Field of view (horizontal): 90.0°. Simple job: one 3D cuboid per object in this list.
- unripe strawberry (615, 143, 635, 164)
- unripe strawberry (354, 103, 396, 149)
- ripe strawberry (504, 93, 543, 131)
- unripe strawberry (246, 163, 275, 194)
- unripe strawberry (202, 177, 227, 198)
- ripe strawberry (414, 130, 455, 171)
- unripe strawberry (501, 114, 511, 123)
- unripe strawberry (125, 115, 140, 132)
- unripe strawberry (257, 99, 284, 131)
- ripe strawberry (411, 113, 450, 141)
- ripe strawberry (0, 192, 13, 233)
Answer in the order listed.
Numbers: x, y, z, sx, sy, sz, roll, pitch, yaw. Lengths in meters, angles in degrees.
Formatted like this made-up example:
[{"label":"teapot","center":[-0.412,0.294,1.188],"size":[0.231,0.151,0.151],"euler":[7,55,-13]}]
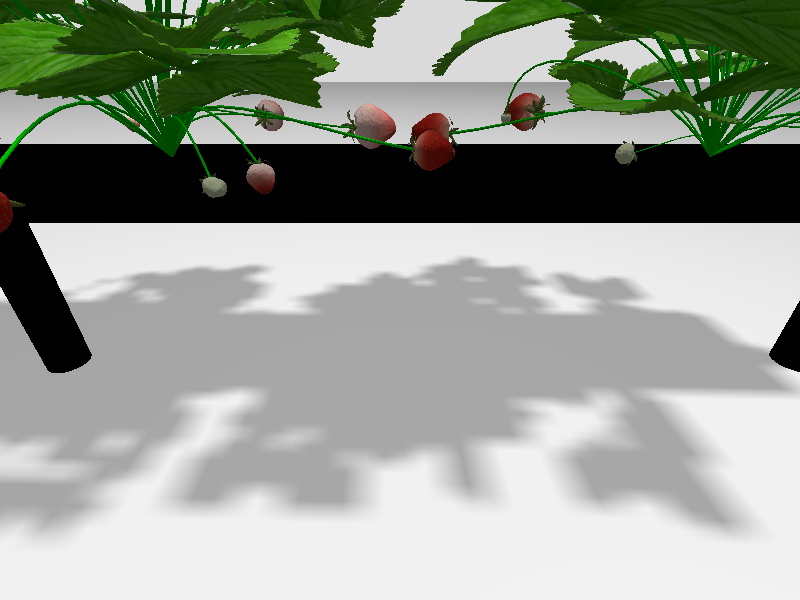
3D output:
[{"label":"unripe strawberry","center":[0.169,-0.111,0.303],"size":[0.014,0.015,0.013],"euler":[-11,32,-17]},{"label":"unripe strawberry","center":[-0.023,-0.159,0.367],"size":[0.039,0.038,0.036],"euler":[-8,31,-14]},{"label":"ripe strawberry","center":[0.142,-0.217,0.463],"size":[0.044,0.039,0.040],"euler":[-20,35,-31]},{"label":"unripe strawberry","center":[-0.081,-0.071,0.235],"size":[0.017,0.017,0.015],"euler":[-26,21,-37]},{"label":"unripe strawberry","center":[-0.103,-0.062,0.223],"size":[0.013,0.011,0.013],"euler":[-19,46,-30]},{"label":"ripe strawberry","center":[0.025,-0.106,0.286],"size":[0.028,0.027,0.026],"euler":[7,31,11]},{"label":"unripe strawberry","center":[0.118,-0.203,0.448],"size":[0.011,0.011,0.011],"euler":[26,39,37]},{"label":"unripe strawberry","center":[-0.316,-0.208,0.472],"size":[0.018,0.019,0.019],"euler":[-21,36,-32]},{"label":"unripe strawberry","center":[-0.151,-0.219,0.475],"size":[0.032,0.034,0.035],"euler":[6,30,11]},{"label":"ripe strawberry","center":[0.026,-0.144,0.347],"size":[0.033,0.033,0.031],"euler":[2,30,5]},{"label":"ripe strawberry","center":[-0.180,-0.037,0.163],"size":[0.029,0.025,0.029],"euler":[-2,38,-3]}]
